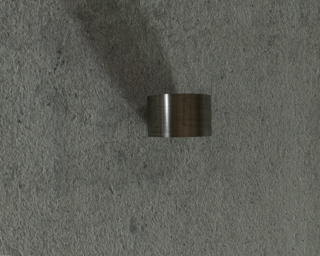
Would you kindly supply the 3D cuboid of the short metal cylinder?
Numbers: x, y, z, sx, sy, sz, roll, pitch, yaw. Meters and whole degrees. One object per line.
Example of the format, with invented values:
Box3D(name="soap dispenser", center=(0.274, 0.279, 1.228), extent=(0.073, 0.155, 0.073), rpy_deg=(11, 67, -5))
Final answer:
Box3D(name="short metal cylinder", center=(0.024, -0.015, 0.391), extent=(0.081, 0.080, 0.050), rpy_deg=(-1, 91, -20))
